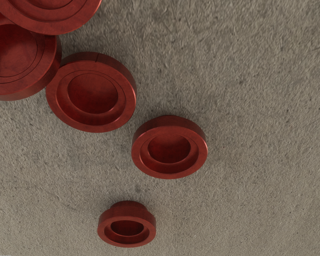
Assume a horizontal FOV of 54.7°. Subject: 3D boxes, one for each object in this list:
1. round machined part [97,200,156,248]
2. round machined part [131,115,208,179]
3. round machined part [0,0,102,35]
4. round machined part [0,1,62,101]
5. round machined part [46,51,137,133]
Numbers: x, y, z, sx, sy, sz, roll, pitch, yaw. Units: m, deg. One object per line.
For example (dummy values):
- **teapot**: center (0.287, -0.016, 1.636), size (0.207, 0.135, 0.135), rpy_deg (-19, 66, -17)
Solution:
- **round machined part**: center (-0.056, 0.162, 0.533), size (0.099, 0.042, 0.097), rpy_deg (0, 130, 0)
- **round machined part**: center (0.012, 0.021, 0.414), size (0.099, 0.042, 0.097), rpy_deg (0, 130, 0)
- **round machined part**: center (-0.097, -0.133, 0.269), size (0.099, 0.042, 0.097), rpy_deg (-3, 114, -7)
- **round machined part**: center (-0.147, -0.073, 0.308), size (0.099, 0.098, 0.042), rpy_deg (3, 168, -3)
- **round machined part**: center (-0.076, -0.044, 0.357), size (0.099, 0.042, 0.097), rpy_deg (0, 130, 0)
